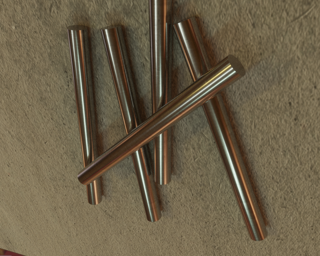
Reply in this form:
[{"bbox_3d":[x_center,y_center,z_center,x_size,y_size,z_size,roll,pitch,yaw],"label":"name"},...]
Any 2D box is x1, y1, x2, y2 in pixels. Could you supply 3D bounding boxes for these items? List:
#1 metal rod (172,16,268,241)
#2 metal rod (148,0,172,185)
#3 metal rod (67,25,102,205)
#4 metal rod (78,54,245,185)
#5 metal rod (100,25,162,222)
[{"bbox_3d":[0.080,0.017,0.374,0.025,0.025,0.299,-10,114,32],"label":"metal rod"},{"bbox_3d":[0.002,-0.053,0.372,0.025,0.025,0.298,13,124,21],"label":"metal rod"},{"bbox_3d":[-0.109,0.001,0.464,0.025,0.025,0.298,16,125,19],"label":"metal rod"},{"bbox_3d":[-0.022,0.008,0.389,0.025,0.025,0.299,49,129,-7],"label":"metal rod"},{"bbox_3d":[-0.034,0.012,0.431,0.025,0.025,0.298,4,121,26],"label":"metal rod"}]
